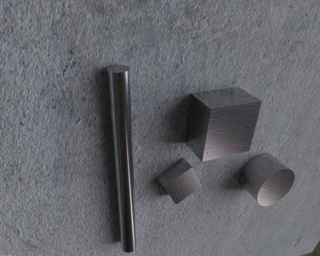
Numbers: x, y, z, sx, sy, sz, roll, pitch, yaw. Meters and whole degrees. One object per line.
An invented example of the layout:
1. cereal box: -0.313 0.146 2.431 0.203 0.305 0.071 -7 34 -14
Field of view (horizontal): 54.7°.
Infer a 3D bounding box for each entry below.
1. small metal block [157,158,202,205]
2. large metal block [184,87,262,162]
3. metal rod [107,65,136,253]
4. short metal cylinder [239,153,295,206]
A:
1. small metal block: 0.030 0.082 0.474 0.050 0.025 0.050 -34 129 -6
2. large metal block: 0.086 -0.007 0.433 0.081 0.050 0.079 -10 123 -23
3. metal rod: -0.048 0.062 0.418 0.025 0.025 0.298 -13 124 -21
4. short metal cylinder: 0.189 0.091 0.550 0.081 0.050 0.079 -14 124 -21
